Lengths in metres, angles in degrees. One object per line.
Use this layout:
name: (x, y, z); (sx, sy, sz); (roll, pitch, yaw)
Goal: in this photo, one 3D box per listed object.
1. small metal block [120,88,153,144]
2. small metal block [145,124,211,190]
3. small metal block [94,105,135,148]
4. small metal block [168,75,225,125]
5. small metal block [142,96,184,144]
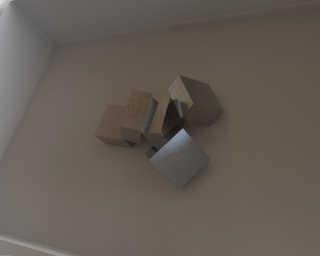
small metal block: (-0.030, -0.013, 0.387); (0.025, 0.050, 0.050); (15, 69, 0)
small metal block: (0.020, 0.033, 0.353); (0.050, 0.050, 0.025); (-43, 16, -3)
small metal block: (-0.055, -0.003, 0.432); (0.050, 0.025, 0.050); (7, 65, 31)
small metal block: (0.044, -0.034, 0.381); (0.025, 0.050, 0.050); (-52, 44, 34)
small metal block: (0.006, -0.004, 0.387); (0.025, 0.050, 0.050); (1, 62, 28)
